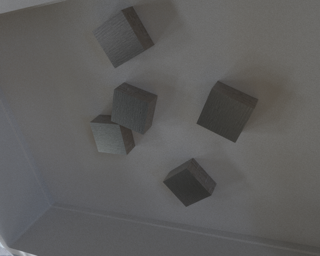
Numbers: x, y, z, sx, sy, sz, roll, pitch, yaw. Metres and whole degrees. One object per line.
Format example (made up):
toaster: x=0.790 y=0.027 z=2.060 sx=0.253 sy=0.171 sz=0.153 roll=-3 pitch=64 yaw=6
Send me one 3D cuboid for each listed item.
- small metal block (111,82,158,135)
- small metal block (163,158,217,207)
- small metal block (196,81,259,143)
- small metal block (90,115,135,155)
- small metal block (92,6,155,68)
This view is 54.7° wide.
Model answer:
small metal block: x=-0.035 y=-0.026 z=0.411 sx=0.050 sy=0.025 sz=0.050 roll=23 pitch=127 yaw=14
small metal block: x=0.041 y=0.077 z=0.434 sx=0.050 sy=0.025 sz=0.050 roll=48 pitch=129 yaw=-6
small metal block: x=0.077 y=-0.019 z=0.357 sx=0.050 sy=0.025 sz=0.050 roll=27 pitch=128 yaw=11
small metal block: x=-0.068 y=0.009 z=0.451 sx=0.050 sy=0.025 sz=0.050 roll=4 pitch=120 yaw=26
small metal block: x=-0.043 y=-0.106 z=0.366 sx=0.050 sy=0.025 sz=0.050 roll=-21 pitch=107 yaw=36
